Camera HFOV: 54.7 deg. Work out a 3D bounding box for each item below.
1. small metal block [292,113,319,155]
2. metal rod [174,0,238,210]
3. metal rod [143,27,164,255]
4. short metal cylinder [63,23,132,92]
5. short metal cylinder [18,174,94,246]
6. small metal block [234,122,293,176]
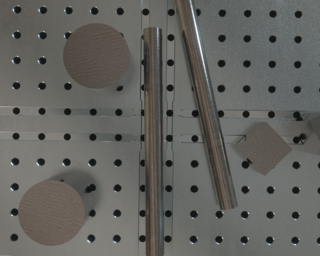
[{"bbox_3d":[0.204,0.007,0.402,0.025,0.050,0.050,-27,90,0],"label":"small metal block"},{"bbox_3d":[0.060,-0.041,0.413,0.025,0.025,0.298,-12,90,0],"label":"metal rod"},{"bbox_3d":[-0.008,0.019,0.413,0.025,0.025,0.298,-1,90,0],"label":"metal rod"},{"bbox_3d":[-0.077,-0.088,0.400,0.081,0.050,0.080,0,90,0],"label":"short metal cylinder"},{"bbox_3d":[-0.131,0.103,0.400,0.081,0.050,0.080,0,90,0],"label":"short metal cylinder"},{"bbox_3d":[0.137,0.027,0.414,0.050,0.025,0.050,-44,90,0],"label":"small metal block"}]
